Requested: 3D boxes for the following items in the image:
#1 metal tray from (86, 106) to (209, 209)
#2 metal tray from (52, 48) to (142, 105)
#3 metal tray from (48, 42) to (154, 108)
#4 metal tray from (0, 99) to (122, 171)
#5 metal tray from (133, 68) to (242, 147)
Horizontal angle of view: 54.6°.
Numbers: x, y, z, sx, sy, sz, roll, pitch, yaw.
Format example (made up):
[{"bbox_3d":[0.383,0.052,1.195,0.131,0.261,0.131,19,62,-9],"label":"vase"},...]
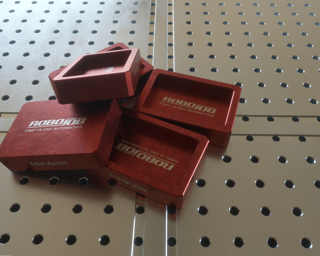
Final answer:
[{"bbox_3d":[-0.017,0.031,0.377,0.130,0.030,0.090,20,53,16],"label":"metal tray"},{"bbox_3d":[-0.075,-0.073,0.410,0.090,0.030,0.130,-6,26,5],"label":"metal tray"},{"bbox_3d":[-0.085,-0.074,0.465,0.131,0.030,0.090,-32,56,-24],"label":"metal tray"},{"bbox_3d":[-0.120,0.005,0.377,0.130,0.030,0.090,-4,49,15],"label":"metal tray"},{"bbox_3d":[0.039,-0.032,0.430,0.130,0.030,0.090,14,52,11],"label":"metal tray"}]
